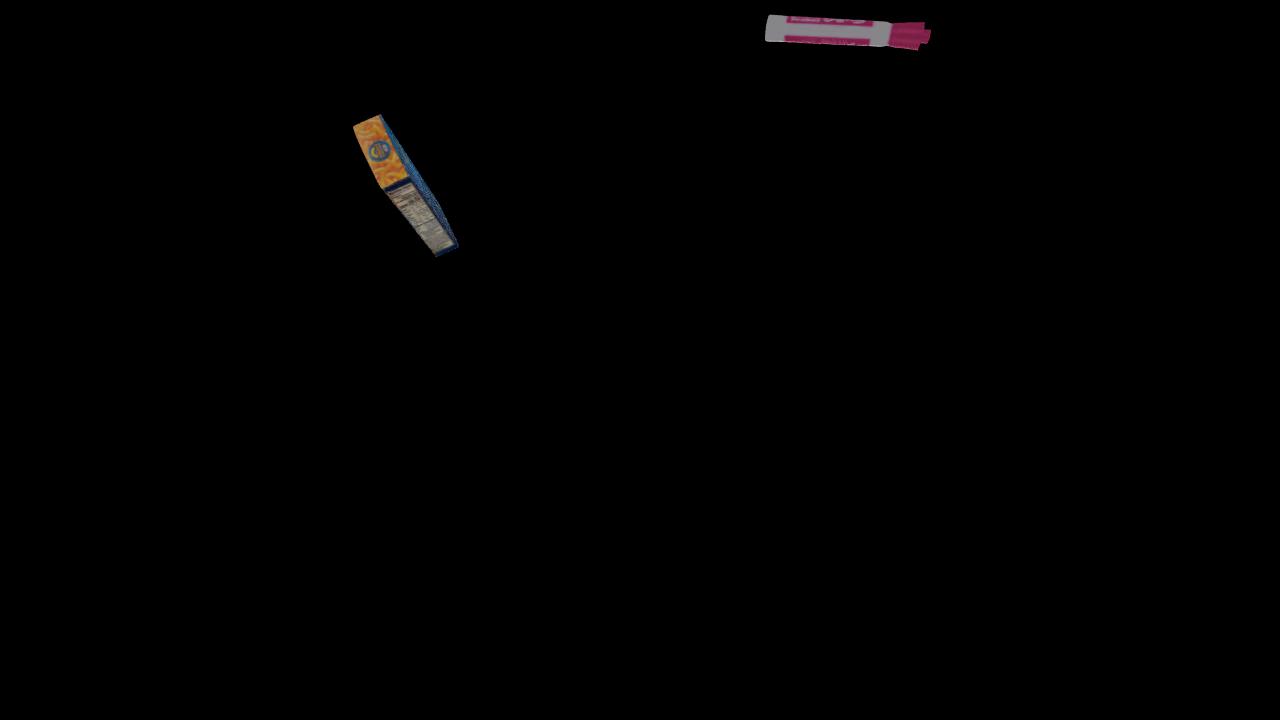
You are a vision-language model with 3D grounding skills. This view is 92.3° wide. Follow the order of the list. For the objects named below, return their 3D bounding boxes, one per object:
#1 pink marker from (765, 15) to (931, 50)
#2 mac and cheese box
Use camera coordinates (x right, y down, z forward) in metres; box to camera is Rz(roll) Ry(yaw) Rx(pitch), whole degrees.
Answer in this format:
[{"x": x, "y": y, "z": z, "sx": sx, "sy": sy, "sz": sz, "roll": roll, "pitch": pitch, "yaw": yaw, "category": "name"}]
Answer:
[{"x": 0.158, "y": -0.252, "z": 0.472, "sx": 0.121, "sy": 0.020, "sz": 0.020, "roll": 11, "pitch": 3, "yaw": 14, "category": "pink marker"}, {"x": -0.287, "y": -0.209, "z": 0.771, "sx": 0.041, "sy": 0.093, "sz": 0.184, "roll": -26, "pitch": -14, "yaw": -6, "category": "mac and cheese box"}]
